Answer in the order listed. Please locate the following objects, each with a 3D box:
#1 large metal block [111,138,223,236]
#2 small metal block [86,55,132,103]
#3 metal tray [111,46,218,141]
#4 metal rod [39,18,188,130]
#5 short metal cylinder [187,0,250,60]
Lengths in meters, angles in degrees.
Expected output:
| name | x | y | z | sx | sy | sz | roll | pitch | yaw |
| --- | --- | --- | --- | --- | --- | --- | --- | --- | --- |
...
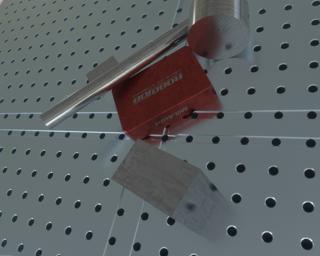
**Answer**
| name | x | y | z | sx | sy | sz | roll | pitch | yaw |
| --- | --- | --- | --- | --- | --- | --- | --- | --- | --- |
| large metal block | 0.010 | 0.063 | 0.328 | 0.080 | 0.080 | 0.050 | 24 | 75 | 36 |
| small metal block | -0.076 | -0.074 | 0.476 | 0.050 | 0.050 | 0.025 | -34 | 51 | 6 |
| metal tray | 0.002 | -0.049 | 0.432 | 0.130 | 0.030 | 0.090 | -28 | 52 | 9 |
| metal rod | -0.035 | -0.094 | 0.446 | 0.301 | 0.025 | 0.025 | -36 | 51 | -11 |
| short metal cylinder | 0.078 | -0.138 | 0.416 | 0.080 | 0.080 | 0.050 | -7 | 59 | 24 |
